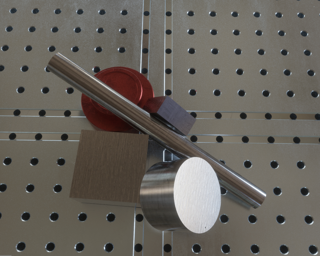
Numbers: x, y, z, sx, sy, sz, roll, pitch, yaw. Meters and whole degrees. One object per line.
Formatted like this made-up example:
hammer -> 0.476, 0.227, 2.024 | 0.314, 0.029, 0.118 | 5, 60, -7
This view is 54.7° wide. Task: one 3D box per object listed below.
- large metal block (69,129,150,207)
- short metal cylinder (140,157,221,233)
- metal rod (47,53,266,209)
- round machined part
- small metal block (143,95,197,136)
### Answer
large metal block -> -0.057, 0.051, 0.377 | 0.081, 0.050, 0.080 | 5, 70, 1
short metal cylinder -> 0.024, 0.075, 0.348 | 0.081, 0.050, 0.080 | 15, 69, -43
metal rod -> -0.002, 0.004, 0.376 | 0.301, 0.025, 0.025 | 34, 73, -2
round machined part -> -0.057, -0.041, 0.417 | 0.099, 0.042, 0.098 | 0, 70, -1
small metal block -> 0.009, -0.015, 0.394 | 0.050, 0.050, 0.025 | 38, 74, -24
